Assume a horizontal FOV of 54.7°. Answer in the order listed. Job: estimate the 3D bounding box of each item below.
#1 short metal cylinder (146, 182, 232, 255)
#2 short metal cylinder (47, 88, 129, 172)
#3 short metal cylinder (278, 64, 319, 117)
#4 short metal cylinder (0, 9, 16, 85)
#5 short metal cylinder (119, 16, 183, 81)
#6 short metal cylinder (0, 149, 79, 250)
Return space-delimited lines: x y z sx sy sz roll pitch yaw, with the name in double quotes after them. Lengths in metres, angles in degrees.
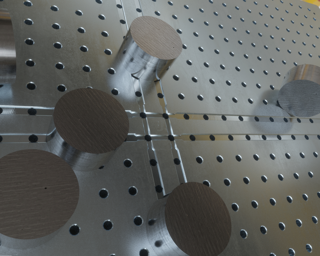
0.031 0.106 0.344 0.081 0.050 0.080 14 56 -21 "short metal cylinder"
-0.081 0.002 0.347 0.081 0.050 0.080 14 56 -21 "short metal cylinder"
0.257 -0.066 0.551 0.080 0.080 0.050 37 51 -4 "short metal cylinder"
-0.185 -0.085 0.325 0.050 0.080 0.080 -8 66 -32 "short metal cylinder"
-0.014 -0.116 0.455 0.081 0.050 0.080 14 56 -21 "short metal cylinder"
-0.121 0.066 0.286 0.081 0.050 0.080 14 56 -21 "short metal cylinder"
